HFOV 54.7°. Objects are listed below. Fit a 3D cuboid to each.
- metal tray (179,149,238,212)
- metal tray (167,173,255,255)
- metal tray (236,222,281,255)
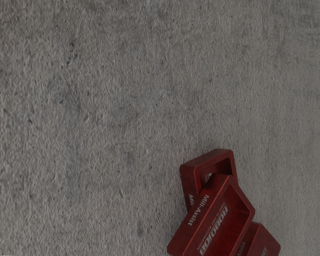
[{"bbox_3d":[0.082,0.105,0.469,0.091,0.030,0.129,-19,102,-38],"label":"metal tray"},{"bbox_3d":[0.075,0.138,0.424,0.130,0.030,0.090,-52,120,-27],"label":"metal tray"},{"bbox_3d":[0.156,0.239,0.532,0.090,0.030,0.130,48,62,-29],"label":"metal tray"}]
